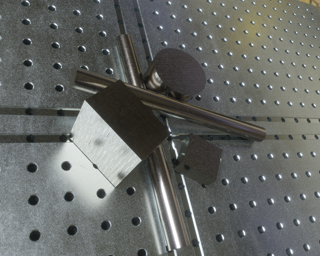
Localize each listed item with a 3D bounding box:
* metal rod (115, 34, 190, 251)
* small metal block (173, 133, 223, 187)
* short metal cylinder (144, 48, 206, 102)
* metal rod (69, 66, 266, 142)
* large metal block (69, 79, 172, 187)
[{"bbox_3d":[-0.016,0.001,0.400,0.025,0.025,0.299,-2,63,-29],"label":"metal rod"},{"bbox_3d":[0.051,0.042,0.413,0.050,0.025,0.050,29,52,-10],"label":"small metal block"},{"bbox_3d":[0.018,-0.067,0.444,0.081,0.050,0.080,14,56,-21],"label":"short metal cylinder"},{"bbox_3d":[0.031,-0.023,0.416,0.302,0.025,0.025,15,56,-29],"label":"metal rod"},{"bbox_3d":[-0.047,0.008,0.342,0.080,0.080,0.050,46,51,4],"label":"large metal block"}]
